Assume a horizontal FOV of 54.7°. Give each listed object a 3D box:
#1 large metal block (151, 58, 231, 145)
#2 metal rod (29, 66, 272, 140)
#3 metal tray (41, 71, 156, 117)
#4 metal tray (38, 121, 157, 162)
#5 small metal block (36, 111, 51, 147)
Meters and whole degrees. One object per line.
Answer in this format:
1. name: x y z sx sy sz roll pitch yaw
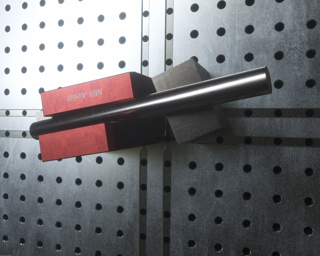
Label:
1. large metal block: 0.040 -0.028 0.367 0.050 0.080 0.080 -24 82 18
2. metal rod: -0.034 -0.019 0.343 0.300 0.025 0.025 -10 87 28
3. metal tray: -0.072 -0.039 0.401 0.130 0.090 0.030 -9 88 19
4. metal tray: -0.069 0.015 0.380 0.090 0.130 0.030 -10 87 19
5. small metal block: -0.150 0.000 0.450 0.025 0.050 0.050 -9 87 19
